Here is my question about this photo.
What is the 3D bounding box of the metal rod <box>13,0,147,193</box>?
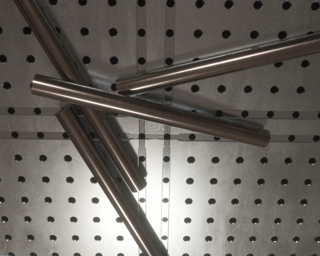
[{"bbox_3d":[-0.097,-0.040,0.397,0.025,0.025,0.299,-25,109,9],"label":"metal rod"}]

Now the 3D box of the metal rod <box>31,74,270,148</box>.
[{"bbox_3d":[-0.001,-0.018,0.390,0.302,0.025,0.025,13,110,-12],"label":"metal rod"}]

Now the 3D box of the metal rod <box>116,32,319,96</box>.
[{"bbox_3d":[0.094,-0.082,0.384,0.302,0.025,0.025,-12,110,4],"label":"metal rod"}]

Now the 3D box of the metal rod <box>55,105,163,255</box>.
[{"bbox_3d":[-0.061,0.102,0.450,0.025,0.025,0.299,-25,109,8],"label":"metal rod"}]
